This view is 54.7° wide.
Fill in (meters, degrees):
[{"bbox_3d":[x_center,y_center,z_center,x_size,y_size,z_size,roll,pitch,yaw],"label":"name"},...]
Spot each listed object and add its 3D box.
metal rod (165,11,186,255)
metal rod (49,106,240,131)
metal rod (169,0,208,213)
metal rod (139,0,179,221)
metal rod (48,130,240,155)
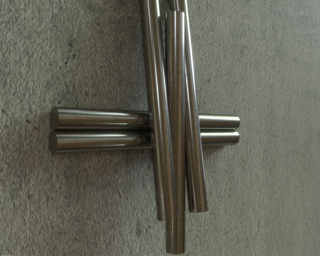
[{"bbox_3d":[0.019,0.006,0.391,0.025,0.025,0.298,0,90,-40],"label":"metal rod"},{"bbox_3d":[0.007,-0.010,0.415,0.302,0.025,0.025,0,90,-40],"label":"metal rod"},{"bbox_3d":[0.036,-0.042,0.411,0.025,0.025,0.298,0,82,-40],"label":"metal rod"},{"bbox_3d":[-0.003,-0.041,0.378,0.025,0.025,0.298,0,82,-40],"label":"metal rod"},{"bbox_3d":[0.006,0.015,0.414,0.302,0.025,0.025,0,90,-40],"label":"metal rod"}]
